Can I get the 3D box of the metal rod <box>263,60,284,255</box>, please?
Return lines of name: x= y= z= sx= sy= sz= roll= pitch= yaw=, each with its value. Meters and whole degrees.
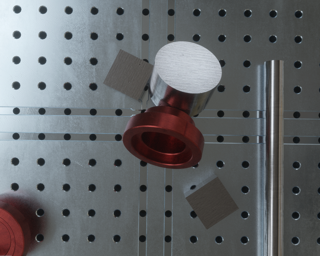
metal rod: x=0.152 y=0.061 z=0.414 sx=0.025 sy=0.025 sz=0.298 roll=0 pitch=90 yaw=0

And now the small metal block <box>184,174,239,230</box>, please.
small metal block: x=0.068 y=0.097 z=0.414 sx=0.050 sy=0.025 sz=0.050 roll=-34 pitch=90 yaw=0

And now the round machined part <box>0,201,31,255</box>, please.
round machined part: x=-0.217 y=0.143 z=0.403 sx=0.099 sy=0.042 sz=0.097 roll=0 pitch=90 yaw=0

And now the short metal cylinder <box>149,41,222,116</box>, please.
short metal cylinder: x=0.029 y=-0.060 z=0.383 sx=0.081 sy=0.050 sz=0.080 roll=5 pitch=59 yaw=-8

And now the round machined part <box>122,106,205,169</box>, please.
round machined part: x=0.007 y=0.009 z=0.385 sx=0.099 sy=0.097 sz=0.042 roll=16 pitch=58 yaw=0

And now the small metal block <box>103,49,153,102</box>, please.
small metal block: x=-0.040 y=-0.069 z=0.413 sx=0.050 sy=0.025 sz=0.050 roll=27 pitch=90 yaw=0
